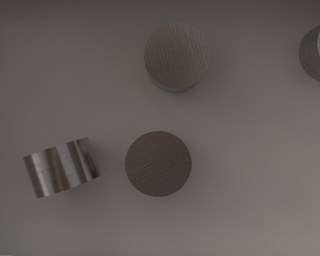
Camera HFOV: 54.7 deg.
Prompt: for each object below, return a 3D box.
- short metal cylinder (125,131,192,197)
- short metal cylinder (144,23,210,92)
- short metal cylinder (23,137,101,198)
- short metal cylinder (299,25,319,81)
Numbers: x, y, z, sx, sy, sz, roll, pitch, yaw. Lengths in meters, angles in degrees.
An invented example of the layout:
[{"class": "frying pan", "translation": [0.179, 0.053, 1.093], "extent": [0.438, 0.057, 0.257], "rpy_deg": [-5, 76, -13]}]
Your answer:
[{"class": "short metal cylinder", "translation": [-0.002, 0.043, 0.399], "extent": [0.081, 0.050, 0.079], "rpy_deg": [0, 90, -1]}, {"class": "short metal cylinder", "translation": [0.021, -0.088, 0.399], "extent": [0.081, 0.050, 0.079], "rpy_deg": [0, 90, -1]}, {"class": "short metal cylinder", "translation": [-0.120, 0.047, 0.382], "extent": [0.080, 0.080, 0.050], "rpy_deg": [-18, 90, 0]}, {"class": "short metal cylinder", "translation": [0.232, -0.102, 0.402], "extent": [0.081, 0.050, 0.079], "rpy_deg": [0, 90, -1]}]
